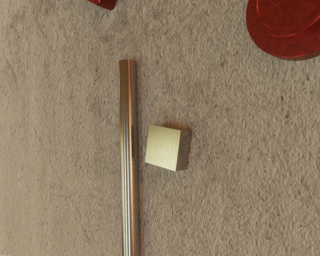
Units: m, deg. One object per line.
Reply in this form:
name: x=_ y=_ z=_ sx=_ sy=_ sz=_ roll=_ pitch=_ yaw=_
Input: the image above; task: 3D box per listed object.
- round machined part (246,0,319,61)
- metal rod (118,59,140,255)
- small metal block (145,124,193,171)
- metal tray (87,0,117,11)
round machined part: x=0.126 y=-0.115 z=0.289 sx=0.098 sy=0.042 sz=0.097 roll=0 pitch=90 yaw=39
metal rod: x=-0.044 y=0.054 z=0.438 sx=0.025 sy=0.025 sz=0.298 roll=-2 pitch=89 yaw=39
small metal block: x=0.011 y=0.024 z=0.395 sx=0.050 sy=0.025 sz=0.050 roll=12 pitch=97 yaw=39
metal tray: x=-0.108 y=-0.250 z=0.487 sx=0.130 sy=0.030 sz=0.089 roll=37 pitch=112 yaw=33
